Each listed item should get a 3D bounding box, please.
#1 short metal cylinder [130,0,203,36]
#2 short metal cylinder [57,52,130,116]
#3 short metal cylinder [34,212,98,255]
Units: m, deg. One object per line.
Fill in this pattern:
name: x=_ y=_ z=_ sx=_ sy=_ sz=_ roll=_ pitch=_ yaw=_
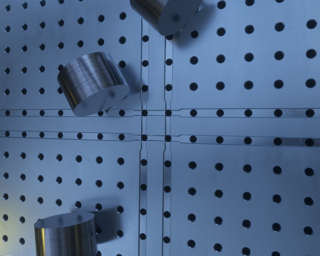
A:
short metal cylinder: x=0.010 y=-0.161 z=0.379 sx=0.050 sy=0.080 sz=0.080 roll=46 pitch=104 yaw=14
short metal cylinder: x=-0.088 y=-0.057 z=0.413 sx=0.080 sy=0.080 sz=0.050 roll=-31 pitch=80 yaw=17
short metal cylinder: x=-0.129 y=0.151 z=0.427 sx=0.080 sy=0.080 sz=0.050 roll=-6 pitch=88 yaw=19
